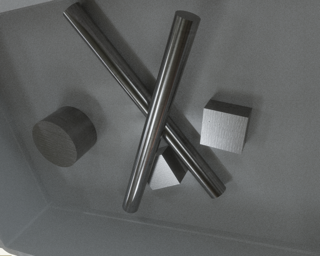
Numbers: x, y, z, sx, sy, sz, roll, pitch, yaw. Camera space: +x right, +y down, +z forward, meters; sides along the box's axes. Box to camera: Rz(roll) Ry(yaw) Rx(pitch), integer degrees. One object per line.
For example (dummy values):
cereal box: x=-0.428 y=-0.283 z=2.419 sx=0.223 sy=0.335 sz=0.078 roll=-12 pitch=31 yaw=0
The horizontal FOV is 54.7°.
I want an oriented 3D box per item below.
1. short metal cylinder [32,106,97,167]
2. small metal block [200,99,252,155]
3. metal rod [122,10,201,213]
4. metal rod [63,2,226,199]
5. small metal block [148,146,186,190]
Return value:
short metal cylinder: x=-0.145 y=0.013 z=0.475 sx=0.080 sy=0.050 sz=0.079 roll=13 pitch=124 yaw=20
small metal block: x=0.077 y=-0.002 z=0.366 sx=0.050 sy=0.025 sz=0.050 roll=14 pitch=124 yaw=20
metal rod: x=-0.009 y=0.007 z=0.382 sx=0.025 sy=0.025 sz=0.298 roll=26 pitch=128 yaw=11
metal rod: x=-0.014 y=-0.028 z=0.397 sx=0.025 sy=0.025 sz=0.300 roll=-32 pitch=101 yaw=38
small metal block: x=0.001 y=0.057 z=0.442 sx=0.050 sy=0.025 sz=0.050 roll=-21 pitch=108 yaw=35
